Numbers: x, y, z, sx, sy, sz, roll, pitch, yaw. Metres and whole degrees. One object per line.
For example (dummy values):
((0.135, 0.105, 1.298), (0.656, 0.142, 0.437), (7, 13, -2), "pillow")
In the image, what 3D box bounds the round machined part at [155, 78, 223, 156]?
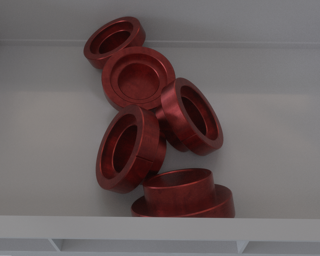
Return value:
((0.032, -0.009, 0.379), (0.042, 0.098, 0.098), (-32, 44, 27), "round machined part")

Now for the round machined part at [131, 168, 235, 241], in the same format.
((0.020, 0.067, 0.300), (0.099, 0.098, 0.042), (-10, 94, -9), "round machined part")

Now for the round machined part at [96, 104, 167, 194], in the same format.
((-0.029, 0.026, 0.348), (0.042, 0.098, 0.098), (24, 42, -30), "round machined part")

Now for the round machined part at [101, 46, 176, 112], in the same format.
((-0.030, -0.061, 0.431), (0.099, 0.042, 0.098), (2, 70, -5), "round machined part")

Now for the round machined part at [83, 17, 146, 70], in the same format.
((-0.066, -0.126, 0.484), (0.098, 0.042, 0.098), (-16, 47, 18), "round machined part")
